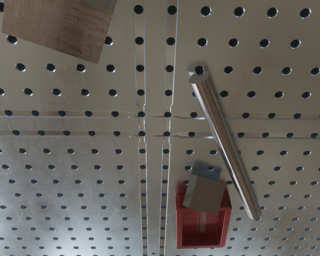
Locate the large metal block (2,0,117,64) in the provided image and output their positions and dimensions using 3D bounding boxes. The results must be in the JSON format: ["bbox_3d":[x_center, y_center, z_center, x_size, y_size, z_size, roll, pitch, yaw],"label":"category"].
[{"bbox_3d":[-0.083,-0.111,0.280,0.081,0.080,0.050,17,128,-14],"label":"large metal block"}]

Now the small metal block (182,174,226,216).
[{"bbox_3d":[0.069,0.104,0.483,0.050,0.050,0.025,19,171,-16],"label":"small metal block"}]

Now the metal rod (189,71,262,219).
[{"bbox_3d":[0.105,0.045,0.451,0.025,0.025,0.299,-19,128,15],"label":"metal rod"}]

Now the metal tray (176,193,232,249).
[{"bbox_3d":[0.074,0.168,0.552,0.091,0.030,0.129,-2,130,1],"label":"metal tray"}]
